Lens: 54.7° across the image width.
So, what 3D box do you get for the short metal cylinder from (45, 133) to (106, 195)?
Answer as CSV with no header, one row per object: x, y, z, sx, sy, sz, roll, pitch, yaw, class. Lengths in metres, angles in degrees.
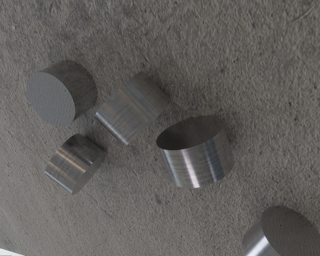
-0.127,0.055,0.472,0.050,0.080,0.079,36,129,4,short metal cylinder

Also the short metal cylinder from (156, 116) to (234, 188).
0.042,0.026,0.365,0.080,0.080,0.050,-7,115,31,short metal cylinder

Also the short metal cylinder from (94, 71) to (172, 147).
-0.032,-0.023,0.374,0.050,0.080,0.080,46,129,-4,short metal cylinder

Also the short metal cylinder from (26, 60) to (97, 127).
-0.136,-0.049,0.432,0.080,0.050,0.079,13,124,21,short metal cylinder

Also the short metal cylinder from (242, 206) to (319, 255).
0.150,0.144,0.381,0.080,0.080,0.050,29,128,10,short metal cylinder
